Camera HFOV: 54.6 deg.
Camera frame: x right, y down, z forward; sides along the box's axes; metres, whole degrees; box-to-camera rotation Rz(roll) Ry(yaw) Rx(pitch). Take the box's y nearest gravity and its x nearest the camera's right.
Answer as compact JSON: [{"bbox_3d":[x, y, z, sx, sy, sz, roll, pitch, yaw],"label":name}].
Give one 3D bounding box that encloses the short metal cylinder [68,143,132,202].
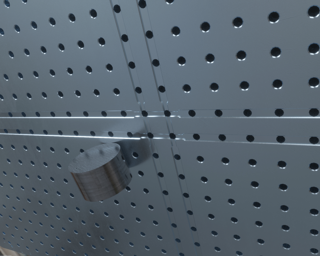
[{"bbox_3d":[-0.088,0.064,0.463,0.080,0.080,0.050,-6,116,31],"label":"short metal cylinder"}]
